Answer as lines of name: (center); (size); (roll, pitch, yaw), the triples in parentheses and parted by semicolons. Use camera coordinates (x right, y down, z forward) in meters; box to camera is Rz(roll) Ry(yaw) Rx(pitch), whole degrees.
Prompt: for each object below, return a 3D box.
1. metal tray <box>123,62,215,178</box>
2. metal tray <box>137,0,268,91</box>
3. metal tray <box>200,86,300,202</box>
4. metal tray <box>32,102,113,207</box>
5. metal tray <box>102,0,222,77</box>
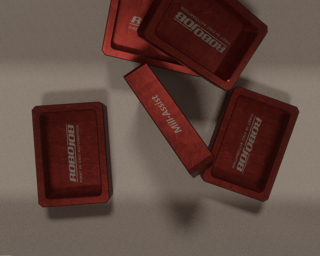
metal tray: (0.013, -0.005, 0.363); (0.030, 0.090, 0.130); (-35, 76, 0)
metal tray: (0.051, -0.112, 0.358); (0.131, 0.030, 0.090); (27, 100, -27)
metal tray: (0.116, 0.020, 0.410); (0.090, 0.030, 0.129); (20, 90, -1)
metal tray: (-0.113, 0.033, 0.407); (0.091, 0.030, 0.129); (-4, 90, -1)
metal tray: (0.001, -0.123, 0.388); (0.131, 0.030, 0.089); (12, 107, -8)
